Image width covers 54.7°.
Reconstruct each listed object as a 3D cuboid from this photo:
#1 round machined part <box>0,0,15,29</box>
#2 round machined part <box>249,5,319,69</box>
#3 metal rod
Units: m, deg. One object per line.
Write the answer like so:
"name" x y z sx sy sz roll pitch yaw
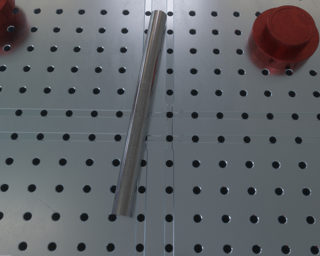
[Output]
"round machined part" -0.269 -0.184 0.468 0.099 0.042 0.098 0 70 0
"round machined part" 0.185 -0.139 0.455 0.099 0.042 0.098 0 70 0
"metal rod" -0.024 -0.033 0.423 0.025 0.025 0.299 8 70 3
